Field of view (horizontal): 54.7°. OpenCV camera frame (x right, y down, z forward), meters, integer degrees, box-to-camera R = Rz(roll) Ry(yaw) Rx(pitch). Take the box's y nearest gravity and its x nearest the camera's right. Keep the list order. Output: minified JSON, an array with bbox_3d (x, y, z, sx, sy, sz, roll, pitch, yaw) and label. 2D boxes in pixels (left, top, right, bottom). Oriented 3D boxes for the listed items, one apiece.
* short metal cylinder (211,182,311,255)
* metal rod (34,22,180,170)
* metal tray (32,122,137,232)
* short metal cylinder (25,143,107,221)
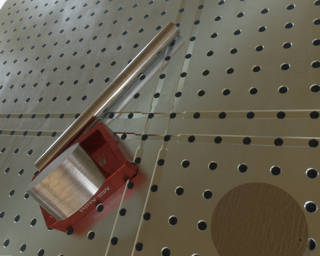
[{"bbox_3d":[0.093,0.096,0.284,0.080,0.050,0.080,-13,56,21],"label":"short metal cylinder"},{"bbox_3d":[-0.078,-0.050,0.479,0.300,0.025,0.025,-48,51,-6],"label":"metal rod"},{"bbox_3d":[-0.105,0.064,0.421,0.130,0.030,0.090,-40,51,1],"label":"metal tray"},{"bbox_3d":[-0.110,0.063,0.371,0.080,0.050,0.080,-37,14,12],"label":"short metal cylinder"}]
